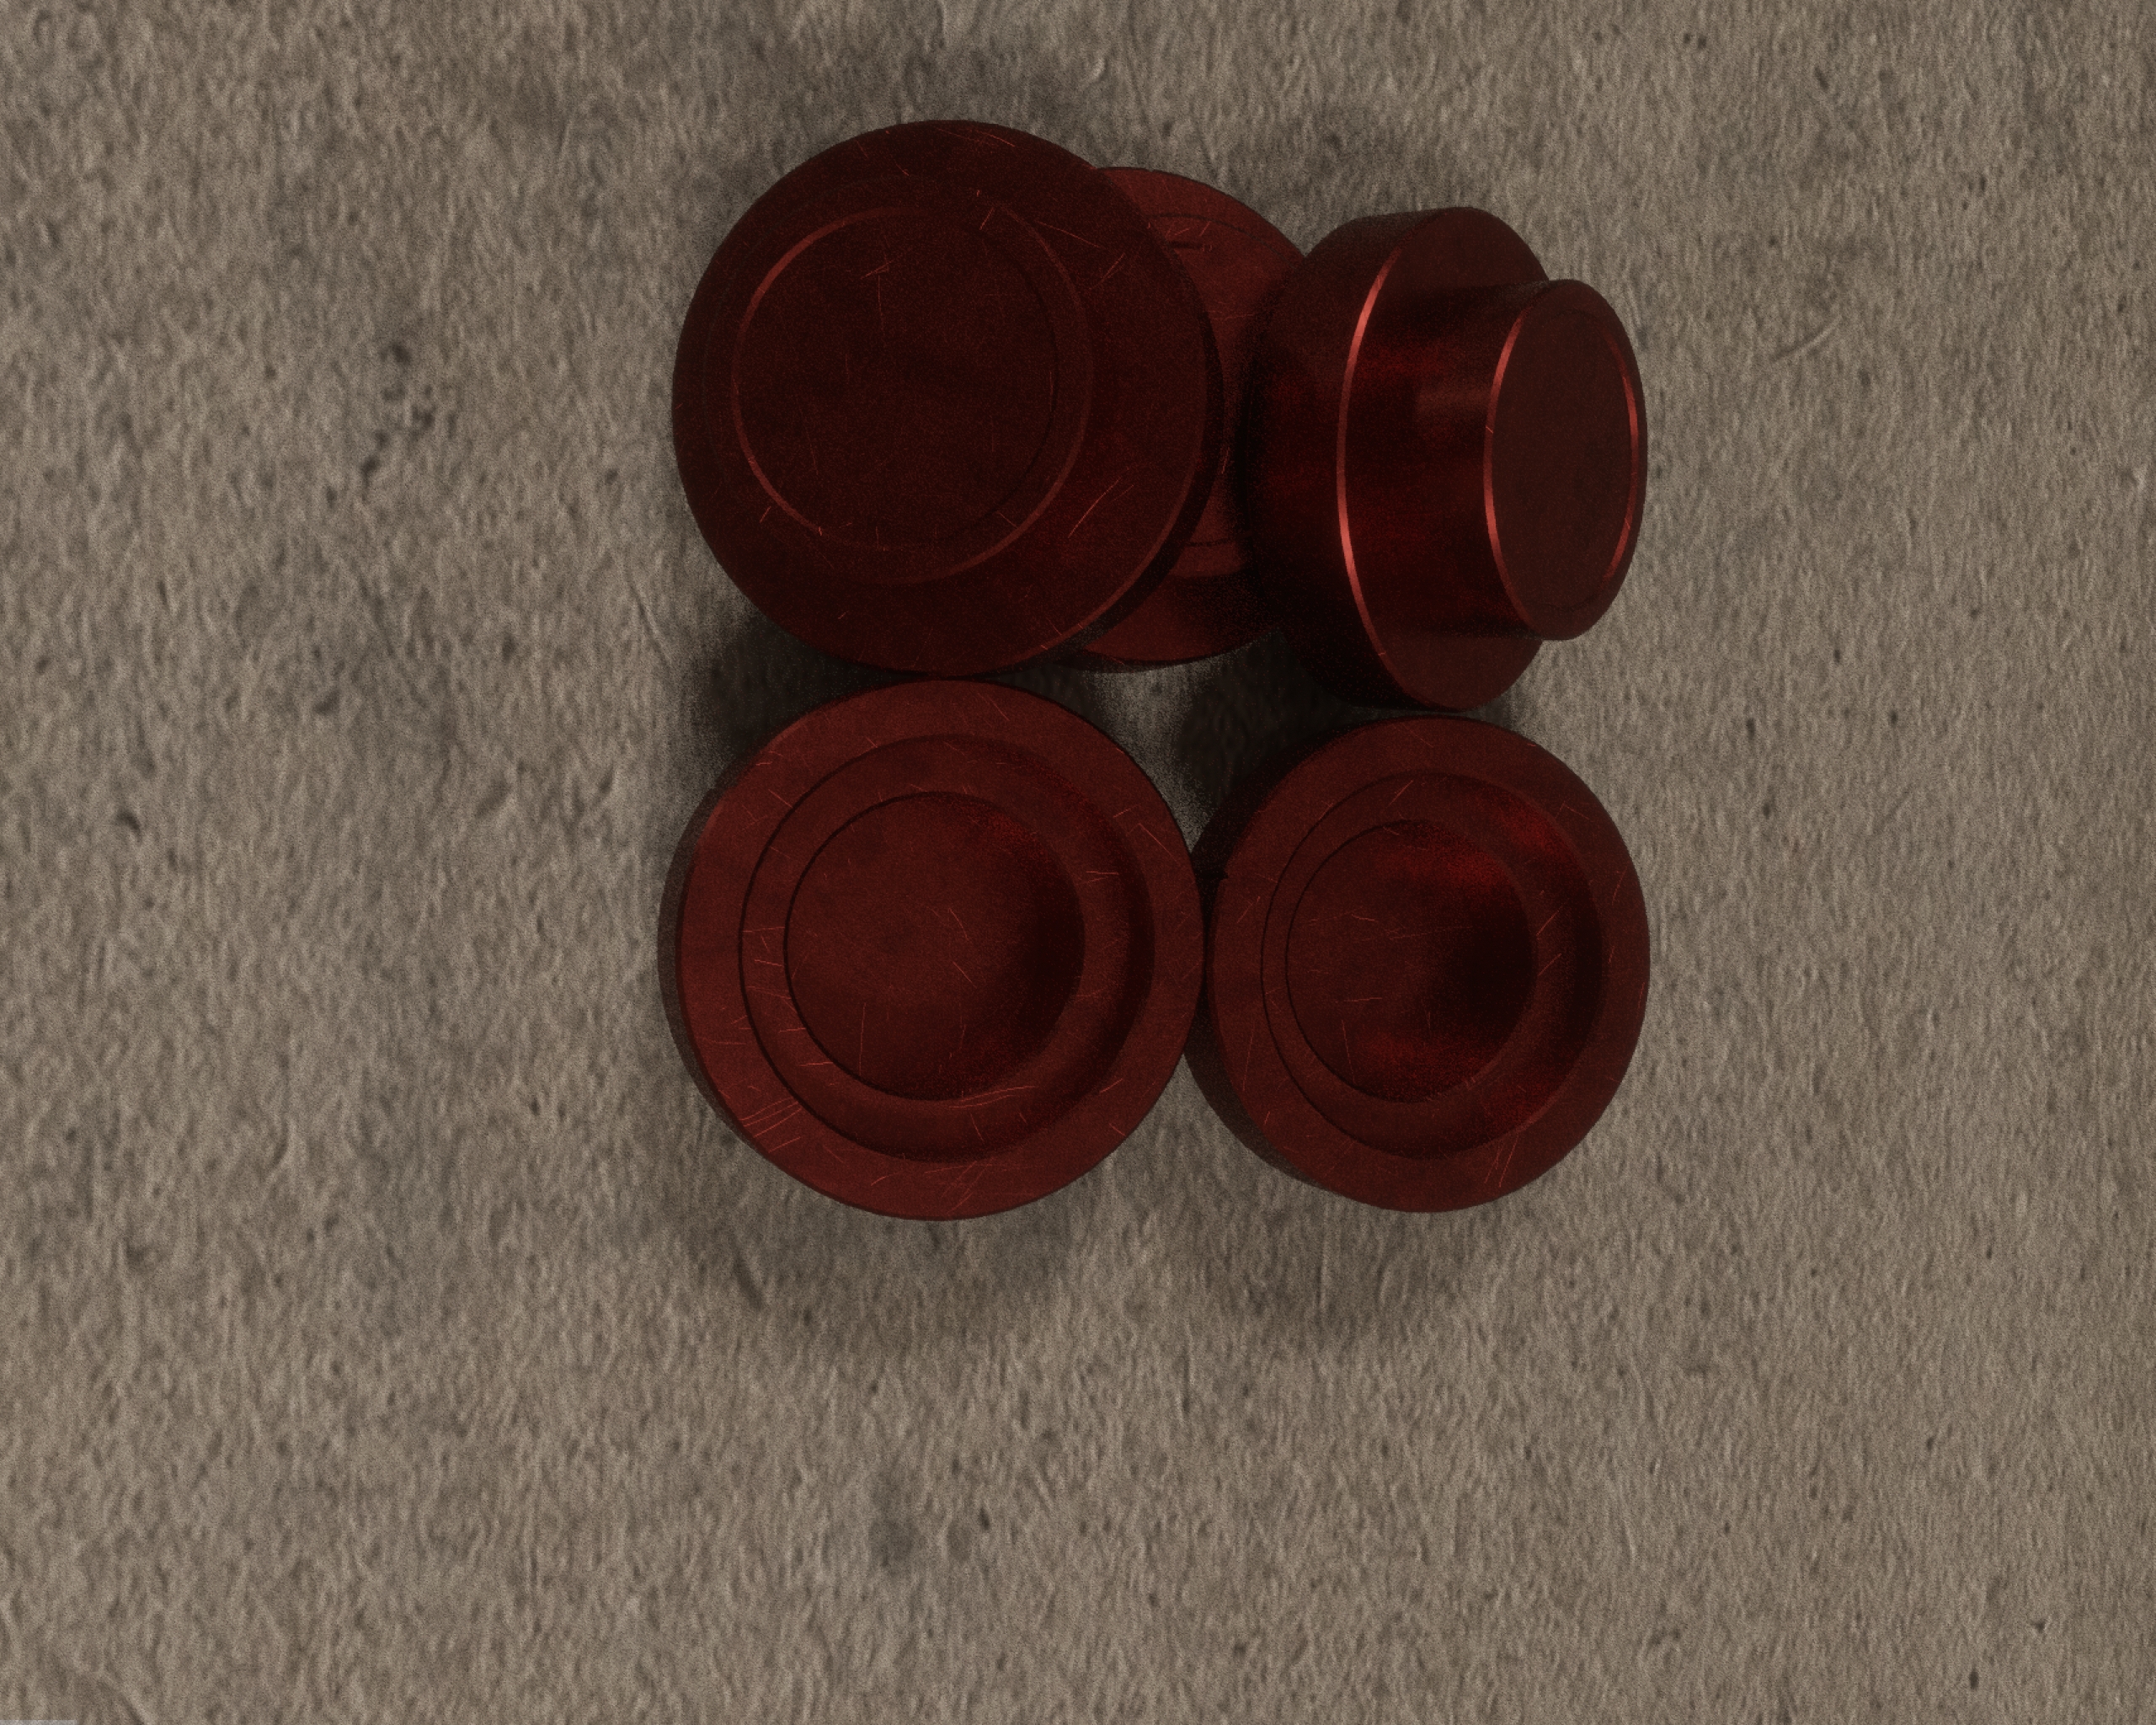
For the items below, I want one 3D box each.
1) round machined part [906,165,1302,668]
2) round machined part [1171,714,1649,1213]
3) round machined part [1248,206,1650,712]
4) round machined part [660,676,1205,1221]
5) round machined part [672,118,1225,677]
[{"bbox_3d":[0.014,-0.087,0.407,0.099,0.042,0.097,0,90,-21],"label":"round machined part"},{"bbox_3d":[0.063,0.019,0.426,0.099,0.042,0.097,0,90,-21],"label":"round machined part"},{"bbox_3d":[0.078,-0.078,0.408,0.099,0.042,0.097,-11,104,-50],"label":"round machined part"},{"bbox_3d":[-0.030,0.015,0.391,0.099,0.042,0.097,0,90,-21],"label":"round machined part"},{"bbox_3d":[-0.026,-0.082,0.367,0.098,0.042,0.097,1,93,13],"label":"round machined part"}]
